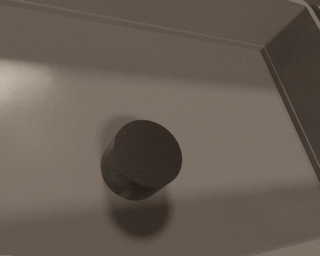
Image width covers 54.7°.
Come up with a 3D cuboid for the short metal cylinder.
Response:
[{"bbox_3d":[-0.022,0.037,0.356,0.081,0.050,0.080,14,56,-21],"label":"short metal cylinder"}]
